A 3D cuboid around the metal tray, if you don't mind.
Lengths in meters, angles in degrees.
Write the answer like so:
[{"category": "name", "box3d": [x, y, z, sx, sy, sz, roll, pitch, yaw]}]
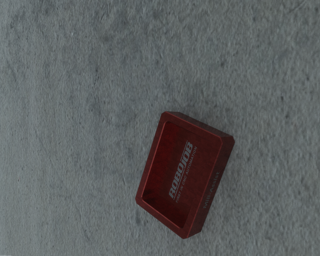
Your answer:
[{"category": "metal tray", "box3d": [0.026, 0.054, 0.378, 0.090, 0.030, 0.129, 28, 107, 36]}]
